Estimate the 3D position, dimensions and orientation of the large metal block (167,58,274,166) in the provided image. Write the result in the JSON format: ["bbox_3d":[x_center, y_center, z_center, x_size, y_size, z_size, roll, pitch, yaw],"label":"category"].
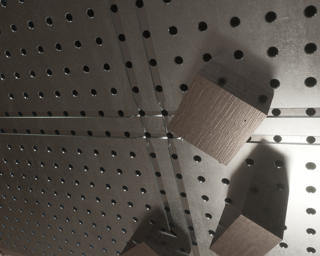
[{"bbox_3d":[0.066,-0.018,0.348,0.080,0.050,0.079,33,128,6],"label":"large metal block"}]

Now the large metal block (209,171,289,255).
[{"bbox_3d":[0.112,0.115,0.387,0.050,0.080,0.079,31,128,8],"label":"large metal block"}]

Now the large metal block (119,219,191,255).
[{"bbox_3d":[-0.009,0.215,0.531,0.080,0.050,0.080,44,129,-3],"label":"large metal block"}]
